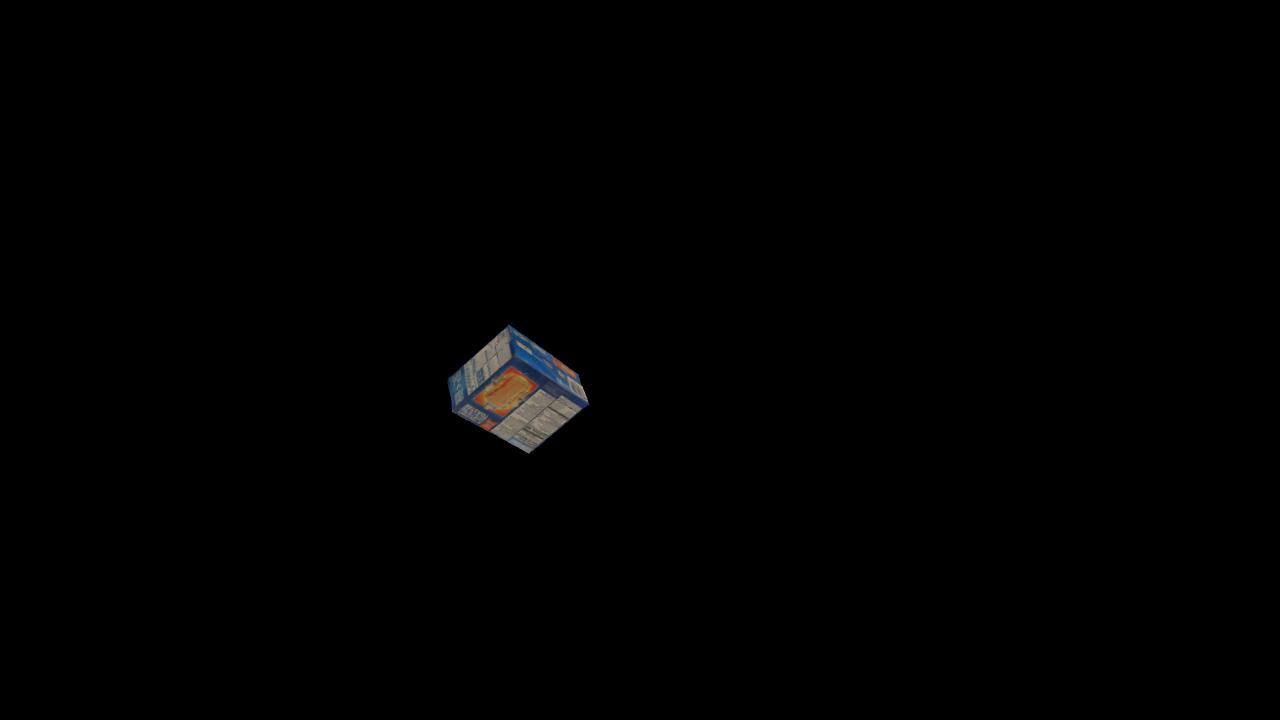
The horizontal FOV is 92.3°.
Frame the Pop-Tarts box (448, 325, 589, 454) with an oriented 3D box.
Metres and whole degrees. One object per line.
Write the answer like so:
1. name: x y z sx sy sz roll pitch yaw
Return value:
1. Pop-Tarts box: -0.194 0.051 0.988 0.167 0.141 0.083 39 17 -39
